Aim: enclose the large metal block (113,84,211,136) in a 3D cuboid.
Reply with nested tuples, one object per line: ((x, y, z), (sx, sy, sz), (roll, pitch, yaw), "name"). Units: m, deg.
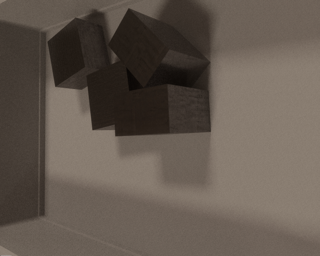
((0.003, -0.017, 0.366), (0.080, 0.081, 0.050), (-4, 87, 39), "large metal block")

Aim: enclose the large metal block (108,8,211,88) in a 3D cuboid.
((0.000, -0.089, 0.370), (0.080, 0.081, 0.050), (51, 120, 27), "large metal block")

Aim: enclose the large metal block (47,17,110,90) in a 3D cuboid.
((-0.130, -0.115, 0.495), (0.080, 0.050, 0.080), (-21, 77, 37), "large metal block")

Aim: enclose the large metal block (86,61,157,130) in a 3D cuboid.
((-0.053, -0.043, 0.432), (0.080, 0.050, 0.080), (-13, 82, 39), "large metal block")
